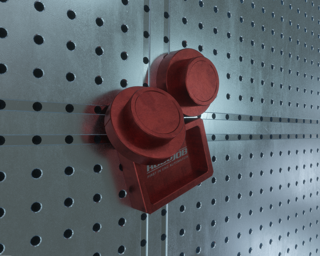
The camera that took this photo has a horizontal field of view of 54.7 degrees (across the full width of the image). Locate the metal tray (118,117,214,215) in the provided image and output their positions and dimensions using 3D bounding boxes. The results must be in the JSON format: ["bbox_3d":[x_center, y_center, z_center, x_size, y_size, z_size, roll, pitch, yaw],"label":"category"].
[{"bbox_3d":[0.013,0.045,0.418,0.131,0.030,0.089,-22,104,-38],"label":"metal tray"}]

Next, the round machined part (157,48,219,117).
[{"bbox_3d":[0.046,-0.064,0.439,0.099,0.042,0.097,0,90,-40],"label":"round machined part"}]

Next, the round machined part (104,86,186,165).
[{"bbox_3d":[-0.011,-0.009,0.364,0.099,0.042,0.098,15,56,-23],"label":"round machined part"}]
